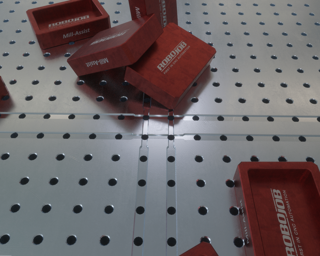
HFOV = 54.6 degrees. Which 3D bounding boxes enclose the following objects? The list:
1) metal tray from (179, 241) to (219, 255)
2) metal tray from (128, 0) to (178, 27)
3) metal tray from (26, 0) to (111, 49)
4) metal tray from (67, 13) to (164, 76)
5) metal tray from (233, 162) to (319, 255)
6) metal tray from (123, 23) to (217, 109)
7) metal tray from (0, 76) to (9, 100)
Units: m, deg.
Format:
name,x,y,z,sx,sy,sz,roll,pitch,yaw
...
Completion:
name,x,y,z,sx,sy,sz,roll,pitch,yaw
metal tray,0.011,0.169,0.262,0.131,0.030,0.090,-23,54,-19
metal tray,-0.008,-0.192,0.499,0.030,0.129,0.090,20,53,25
metal tray,-0.167,-0.197,0.569,0.131,0.030,0.090,-21,53,-17
metal tray,-0.069,-0.124,0.467,0.130,0.030,0.090,-2,41,40
metal tray,0.133,0.097,0.323,0.090,0.030,0.130,0,50,0
metal tray,0.018,-0.099,0.473,0.090,0.030,0.130,34,56,6
metal tray,-0.304,-0.054,0.449,0.130,0.030,0.090,19,53,15
